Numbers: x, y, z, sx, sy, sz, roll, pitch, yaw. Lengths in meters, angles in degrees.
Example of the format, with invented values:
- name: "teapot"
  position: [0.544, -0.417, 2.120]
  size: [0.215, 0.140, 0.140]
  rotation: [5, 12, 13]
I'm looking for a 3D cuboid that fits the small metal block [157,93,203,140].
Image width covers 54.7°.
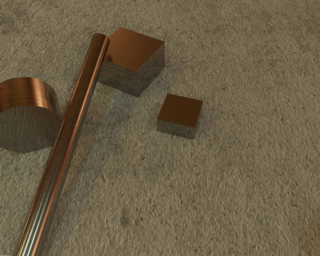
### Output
- name: "small metal block"
  position: [0.027, -0.016, 0.417]
  size: [0.050, 0.025, 0.050]
  rotation: [13, 51, 10]

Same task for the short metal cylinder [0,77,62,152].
- name: "short metal cylinder"
  position: [-0.163, -0.015, 0.378]
  size: [0.081, 0.080, 0.050]
  rotation: [-15, 52, -13]

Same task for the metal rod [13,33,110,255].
- name: "metal rod"
  position: [-0.106, 0.005, 0.363]
  size: [0.025, 0.025, 0.300]
  rotation: [7, 61, 5]

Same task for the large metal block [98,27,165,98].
- name: "large metal block"
  position: [-0.048, -0.102, 0.472]
  size: [0.080, 0.050, 0.080]
  rotation: [24, 54, 18]
